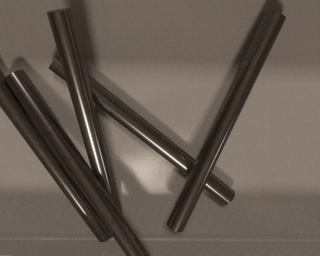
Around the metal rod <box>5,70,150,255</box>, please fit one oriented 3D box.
[{"bbox_3d":[-0.101,0.059,0.400,0.025,0.025,0.299,-32,96,10],"label":"metal rod"}]

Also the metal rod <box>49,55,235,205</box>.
[{"bbox_3d":[-0.014,0.009,0.414,0.301,0.025,0.025,39,105,-14],"label":"metal rod"}]

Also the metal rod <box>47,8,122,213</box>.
[{"bbox_3d":[-0.086,0.007,0.393,0.025,0.025,0.298,-7,118,2],"label":"metal rod"}]

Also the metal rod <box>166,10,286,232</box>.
[{"bbox_3d":[0.078,0.001,0.394,0.025,0.025,0.298,22,102,-8],"label":"metal rod"}]

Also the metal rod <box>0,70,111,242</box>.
[{"bbox_3d":[-0.152,0.039,0.423,0.025,0.025,0.299,-26,108,9],"label":"metal rod"}]
